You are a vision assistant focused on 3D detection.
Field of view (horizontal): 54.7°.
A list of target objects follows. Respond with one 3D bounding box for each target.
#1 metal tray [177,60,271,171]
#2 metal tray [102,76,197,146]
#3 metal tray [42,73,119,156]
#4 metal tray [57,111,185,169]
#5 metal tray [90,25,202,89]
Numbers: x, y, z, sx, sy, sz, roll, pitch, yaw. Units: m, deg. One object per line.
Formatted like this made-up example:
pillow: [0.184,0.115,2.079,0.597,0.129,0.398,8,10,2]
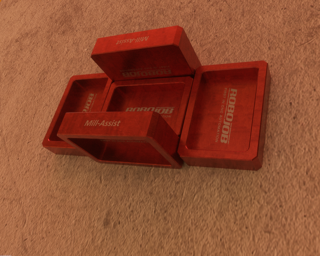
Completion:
metal tray: [0.079,-0.017,0.371,0.090,0.030,0.130,1,62,28]
metal tray: [-0.018,-0.023,0.424,0.130,0.030,0.090,1,62,28]
metal tray: [-0.116,-0.022,0.474,0.090,0.030,0.130,1,62,28]
metal tray: [-0.045,0.016,0.374,0.130,0.090,0.030,0,62,28]
metal tray: [-0.017,-0.089,0.426,0.130,0.090,0.030,0,62,28]
